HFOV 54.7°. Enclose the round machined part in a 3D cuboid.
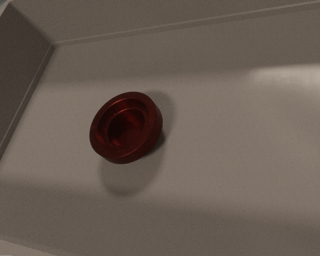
[{"bbox_3d":[-0.041,0.003,0.413,0.098,0.042,0.098,-13,56,20],"label":"round machined part"}]
